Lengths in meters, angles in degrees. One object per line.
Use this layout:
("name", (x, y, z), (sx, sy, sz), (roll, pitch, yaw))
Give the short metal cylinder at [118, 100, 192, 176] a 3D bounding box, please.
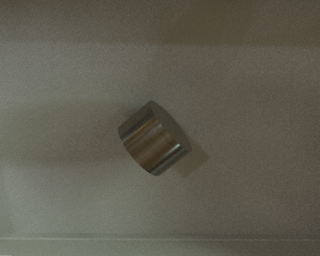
("short metal cylinder", (-0.005, 0.012, 0.384), (0.050, 0.080, 0.080), (-40, 106, 13))
